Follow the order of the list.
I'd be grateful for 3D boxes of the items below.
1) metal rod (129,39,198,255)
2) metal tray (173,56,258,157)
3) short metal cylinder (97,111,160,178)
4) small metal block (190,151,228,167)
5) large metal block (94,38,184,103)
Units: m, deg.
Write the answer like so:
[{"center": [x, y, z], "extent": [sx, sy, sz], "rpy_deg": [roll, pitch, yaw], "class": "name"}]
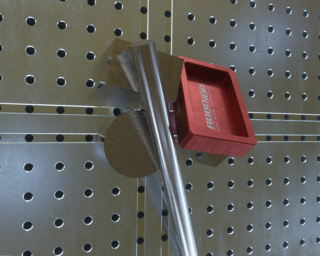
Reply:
[{"center": [0.012, 0.048, 0.366], "extent": [0.025, 0.025, 0.298], "rpy_deg": [-22, 118, -19], "class": "metal rod"}, {"center": [0.064, -0.030, 0.397], "extent": [0.091, 0.030, 0.130], "rpy_deg": [10, 51, -20], "class": "metal tray"}, {"center": [-0.035, 0.019, 0.387], "extent": [0.081, 0.050, 0.079], "rpy_deg": [0, 90, -20], "class": "short metal cylinder"}, {"center": [0.059, 0.023, 0.423], "extent": [0.025, 0.050, 0.050], "rpy_deg": [-38, 103, -16], "class": "small metal block"}, {"center": [-0.028, -0.062, 0.374], "extent": [0.081, 0.080, 0.050], "rpy_deg": [13, 86, -20], "class": "large metal block"}]
